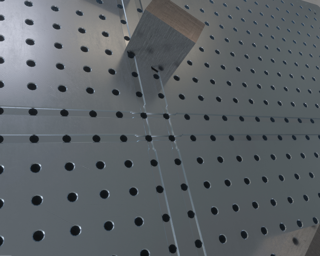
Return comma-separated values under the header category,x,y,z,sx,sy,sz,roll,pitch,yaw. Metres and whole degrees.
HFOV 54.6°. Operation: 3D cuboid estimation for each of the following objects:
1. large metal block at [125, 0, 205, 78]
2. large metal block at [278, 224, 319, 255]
category,x,y,z,sx,sy,sz,roll,pitch,yaw
large metal block,0.006,-0.134,0.457,0.080,0.080,0.050,32,52,-8
large metal block,0.194,0.182,0.385,0.080,0.050,0.080,49,51,6
